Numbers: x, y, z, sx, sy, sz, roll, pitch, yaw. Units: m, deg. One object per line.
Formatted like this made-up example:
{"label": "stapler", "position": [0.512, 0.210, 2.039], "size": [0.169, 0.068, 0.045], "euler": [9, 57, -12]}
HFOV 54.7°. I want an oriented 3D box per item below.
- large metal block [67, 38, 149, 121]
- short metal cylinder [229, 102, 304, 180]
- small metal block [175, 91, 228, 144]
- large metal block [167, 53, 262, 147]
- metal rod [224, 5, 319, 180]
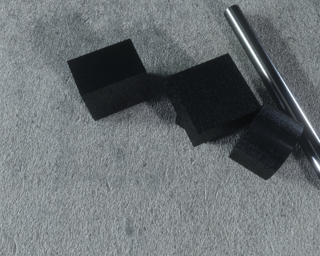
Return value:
{"label": "large metal block", "position": [-0.063, -0.059, 0.400], "size": [0.080, 0.080, 0.050], "euler": [-23, 72, -8]}
{"label": "short metal cylinder", "position": [0.126, 0.016, 0.374], "size": [0.050, 0.080, 0.080], "euler": [33, 73, 11]}
{"label": "small metal block", "position": [0.056, -0.016, 0.414], "size": [0.050, 0.025, 0.050], "euler": [34, 73, 11]}
{"label": "large metal block", "position": [0.063, -0.033, 0.381], "size": [0.080, 0.050, 0.080], "euler": [-23, 72, -8]}
{"label": "metal rod", "position": [0.165, -0.049, 0.427], "size": [0.025, 0.025, 0.299], "euler": [-21, 71, -7]}
